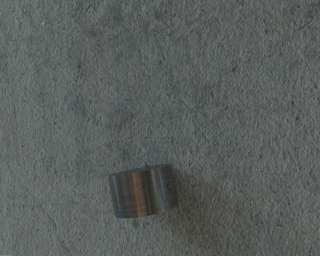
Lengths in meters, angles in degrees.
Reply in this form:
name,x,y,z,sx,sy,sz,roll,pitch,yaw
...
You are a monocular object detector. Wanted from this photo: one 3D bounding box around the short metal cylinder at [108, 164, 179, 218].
name,x,y,z,sx,sy,sz,roll,pitch,yaw
short metal cylinder,-0.021,0.076,0.387,0.080,0.080,0.050,-11,86,20
